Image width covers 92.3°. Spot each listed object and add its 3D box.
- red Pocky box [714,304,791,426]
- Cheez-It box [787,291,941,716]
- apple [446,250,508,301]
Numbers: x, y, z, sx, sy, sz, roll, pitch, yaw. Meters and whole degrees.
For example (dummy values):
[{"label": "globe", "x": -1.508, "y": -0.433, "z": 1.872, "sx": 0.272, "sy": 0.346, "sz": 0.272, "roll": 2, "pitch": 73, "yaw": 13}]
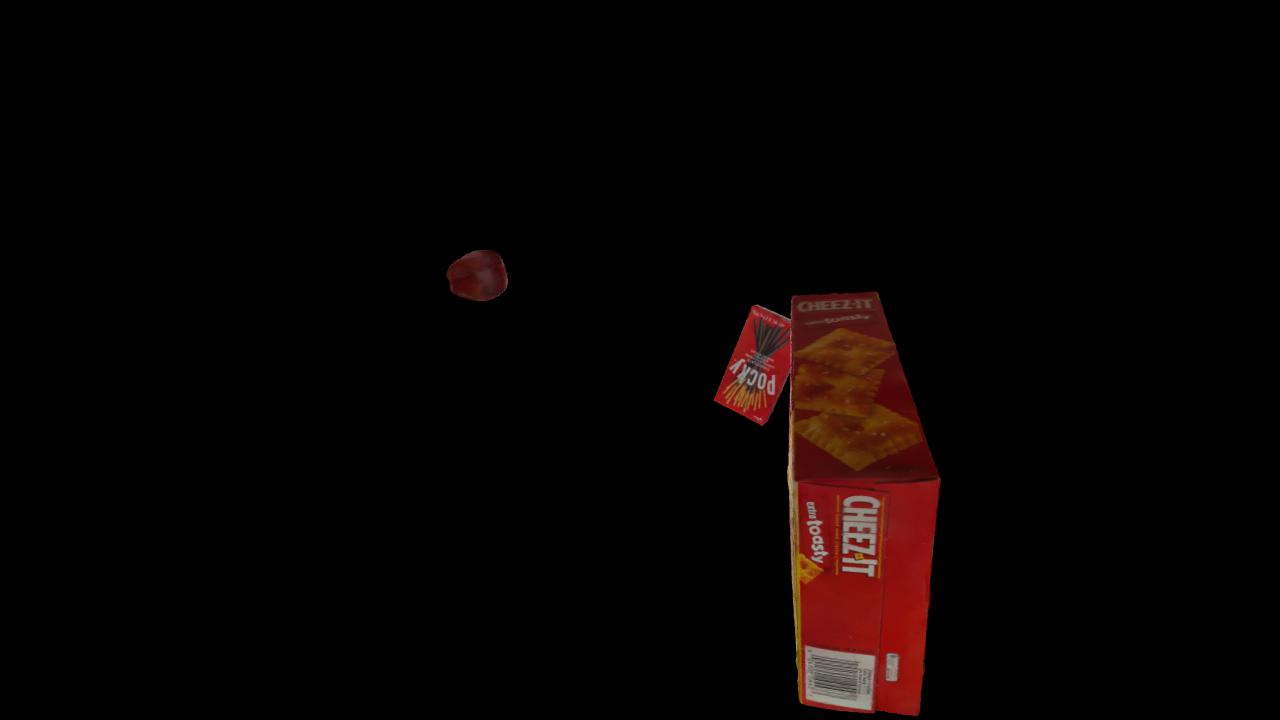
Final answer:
[{"label": "red Pocky box", "x": 0.168, "y": 0.009, "z": 0.861, "sx": 0.083, "sy": 0.155, "sz": 0.028, "roll": 26, "pitch": 24, "yaw": 17}, {"label": "Cheez-It box", "x": 0.133, "y": 0.073, "z": 0.397, "sx": 0.071, "sy": 0.166, "sz": 0.223, "roll": -2, "pitch": 27, "yaw": 15}, {"label": "apple", "x": -0.252, "y": -0.130, "z": 0.964, "sx": 0.093, "sy": 0.079, "sz": 0.079, "roll": -15, "pitch": 6, "yaw": -24}]
